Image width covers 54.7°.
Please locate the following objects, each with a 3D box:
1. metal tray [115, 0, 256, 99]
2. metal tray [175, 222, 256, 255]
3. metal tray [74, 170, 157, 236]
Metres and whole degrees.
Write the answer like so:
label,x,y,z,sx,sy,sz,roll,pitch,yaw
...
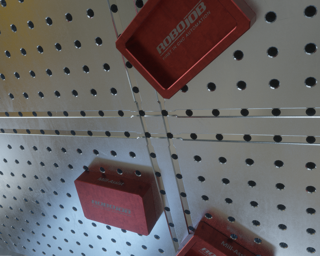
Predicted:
label,x,y,z,sx,sy,sz,roll,pitch,yaw
metal tray,0.022,-0.102,0.331,0.090,0.030,0.129,47,129,-5
metal tray,0.097,0.215,0.488,0.130,0.030,0.089,32,128,7
metal tray,-0.075,0.125,0.523,0.130,0.030,0.089,7,122,24
